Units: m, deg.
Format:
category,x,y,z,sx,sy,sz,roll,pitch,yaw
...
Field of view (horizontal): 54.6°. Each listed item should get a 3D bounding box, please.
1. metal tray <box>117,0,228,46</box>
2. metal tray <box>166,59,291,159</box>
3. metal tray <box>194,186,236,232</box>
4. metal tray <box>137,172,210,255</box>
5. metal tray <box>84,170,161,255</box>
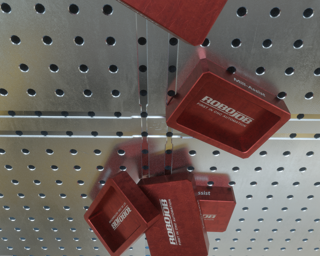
category,x,y,z,sx,sy,sz,roll,pitch,yaw
metal tray,0.000,-0.141,0.265,0.131,0.030,0.090,26,102,-21
metal tray,0.084,-0.019,0.392,0.131,0.030,0.090,23,126,-19
metal tray,0.053,0.137,0.525,0.131,0.030,0.089,3,130,-3
metal tray,0.019,0.139,0.482,0.090,0.030,0.129,-11,100,15
metal tray,-0.064,0.138,0.484,0.090,0.030,0.129,49,131,15
